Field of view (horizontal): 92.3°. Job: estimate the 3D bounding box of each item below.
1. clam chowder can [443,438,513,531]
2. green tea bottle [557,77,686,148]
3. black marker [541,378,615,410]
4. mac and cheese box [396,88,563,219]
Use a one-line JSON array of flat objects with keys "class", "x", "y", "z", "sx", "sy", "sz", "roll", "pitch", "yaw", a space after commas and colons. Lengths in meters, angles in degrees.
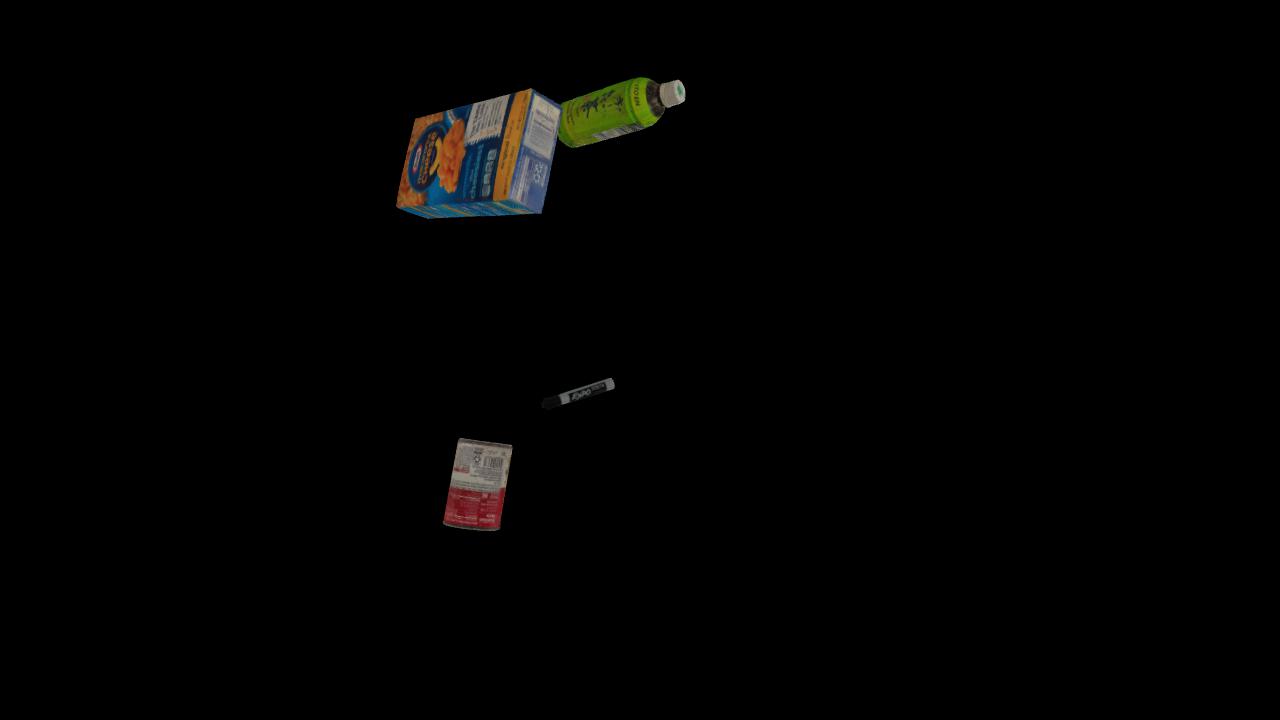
[{"class": "clam chowder can", "x": -0.195, "y": 0.149, "z": 0.744, "sx": 0.068, "sy": 0.102, "sz": 0.068, "roll": 7, "pitch": -9, "yaw": 1}, {"class": "green tea bottle", "x": -0.029, "y": -0.368, "z": 0.906, "sx": 0.212, "sy": 0.073, "sz": 0.073, "roll": 0, "pitch": 0, "yaw": 34}, {"class": "black marker", "x": -0.095, "y": 0.052, "z": 0.939, "sx": 0.121, "sy": 0.020, "sz": 0.020, "roll": -17, "pitch": 8, "yaw": -29}, {"class": "mac and cheese box", "x": -0.148, "y": -0.176, "z": 0.545, "sx": 0.184, "sy": 0.093, "sz": 0.041, "roll": 9, "pitch": -2, "yaw": 41}]
